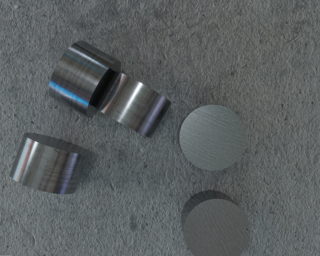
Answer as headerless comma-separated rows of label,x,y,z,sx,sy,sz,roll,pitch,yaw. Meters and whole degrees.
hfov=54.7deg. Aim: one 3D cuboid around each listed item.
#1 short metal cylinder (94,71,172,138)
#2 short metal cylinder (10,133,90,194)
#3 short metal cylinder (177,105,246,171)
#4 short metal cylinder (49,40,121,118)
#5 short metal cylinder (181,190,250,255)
short metal cylinder,-0.033,-0.028,0.382,0.080,0.080,0.050,29,90,0
short metal cylinder,-0.134,0.042,0.381,0.080,0.080,0.050,19,90,0
short metal cylinder,0.064,0.012,0.398,0.081,0.050,0.080,0,90,0
short metal cylinder,-0.090,-0.059,0.381,0.050,0.080,0.080,30,90,1
short metal cylinder,0.069,0.125,0.398,0.081,0.050,0.080,0,90,0
